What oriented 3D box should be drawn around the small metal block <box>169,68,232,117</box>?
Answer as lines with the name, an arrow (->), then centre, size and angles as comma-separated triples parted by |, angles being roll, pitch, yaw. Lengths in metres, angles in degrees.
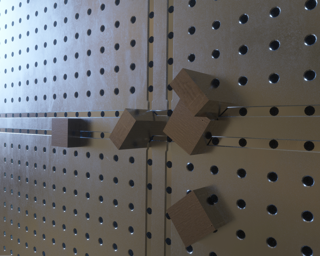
small metal block -> 0.047, -0.039, 0.355 | 0.025, 0.050, 0.050 | -49, 61, 29

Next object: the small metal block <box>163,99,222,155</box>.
small metal block -> 0.038, -0.002, 0.379 | 0.050, 0.025, 0.050 | 42, 115, 32

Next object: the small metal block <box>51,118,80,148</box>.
small metal block -> -0.167, 0.008, 0.549 | 0.050, 0.025, 0.050 | 2, 91, 40

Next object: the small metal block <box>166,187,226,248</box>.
small metal block -> 0.043, 0.108, 0.375 | 0.050, 0.025, 0.050 | -44, 63, 31

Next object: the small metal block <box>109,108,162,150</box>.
small metal block -> -0.033, 0.002, 0.422 | 0.025, 0.050, 0.050 | 48, 118, 29
